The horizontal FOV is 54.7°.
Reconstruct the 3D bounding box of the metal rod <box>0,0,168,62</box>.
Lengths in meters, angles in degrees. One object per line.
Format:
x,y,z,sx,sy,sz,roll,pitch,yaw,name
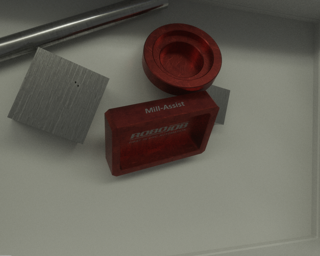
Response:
-0.125,-0.111,0.364,0.302,0.025,0.025,-25,99,-19,metal rod

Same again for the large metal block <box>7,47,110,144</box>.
-0.115,-0.034,0.355,0.080,0.050,0.080,23,82,-19,large metal block

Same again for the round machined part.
0.026,-0.083,0.399,0.099,0.042,0.098,4,66,-8,round machined part

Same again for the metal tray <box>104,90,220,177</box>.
0.001,0.007,0.379,0.131,0.089,0.030,-13,50,-20,metal tray

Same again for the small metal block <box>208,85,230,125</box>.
0.067,-0.034,0.436,0.050,0.025,0.050,13,86,-20,small metal block
